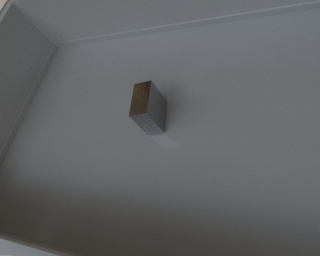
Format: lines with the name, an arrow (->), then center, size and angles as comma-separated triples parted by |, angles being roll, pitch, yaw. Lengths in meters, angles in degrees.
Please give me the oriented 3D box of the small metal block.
small metal block -> -0.014, -0.026, 0.410 | 0.025, 0.050, 0.050 | -9, 57, 24
